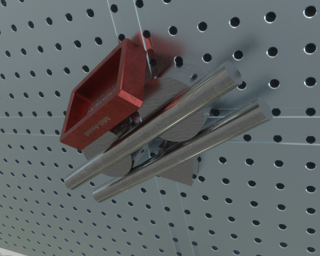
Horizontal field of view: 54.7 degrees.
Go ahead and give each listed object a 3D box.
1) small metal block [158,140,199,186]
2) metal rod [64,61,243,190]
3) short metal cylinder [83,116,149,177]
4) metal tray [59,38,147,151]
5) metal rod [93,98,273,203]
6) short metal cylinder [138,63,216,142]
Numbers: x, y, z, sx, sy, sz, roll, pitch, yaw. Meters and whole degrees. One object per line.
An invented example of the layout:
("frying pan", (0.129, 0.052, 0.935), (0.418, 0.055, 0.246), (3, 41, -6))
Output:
("small metal block", (0.025, 0.046, 0.424), (0.050, 0.025, 0.050), (14, 124, 20))
("metal rod", (-0.032, 0.015, 0.370), (0.299, 0.025, 0.025), (-33, 100, 38))
("short metal cylinder", (-0.063, 0.023, 0.441), (0.080, 0.050, 0.079), (13, 124, 20))
("metal tray", (-0.071, -0.038, 0.379), (0.030, 0.090, 0.130), (29, 136, -32))
("metal rod", (0.005, 0.043, 0.400), (0.299, 0.025, 0.025), (-32, 101, 38))
("short metal cylinder", (0.021, -0.031, 0.365), (0.080, 0.050, 0.079), (13, 124, 20))
